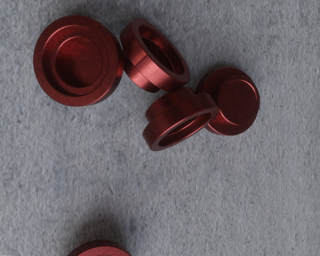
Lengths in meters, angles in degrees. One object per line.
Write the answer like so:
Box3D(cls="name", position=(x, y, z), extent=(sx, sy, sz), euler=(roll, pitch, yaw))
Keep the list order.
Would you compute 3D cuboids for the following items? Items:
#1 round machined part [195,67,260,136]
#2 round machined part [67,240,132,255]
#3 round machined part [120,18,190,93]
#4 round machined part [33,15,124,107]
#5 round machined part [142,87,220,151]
Box3D(cls="round machined part", position=(0.101, -0.038, 0.439), extent=(0.099, 0.042, 0.097), euler=(0, 90, -21))
Box3D(cls="round machined part", position=(-0.076, 0.183, 0.373), extent=(0.099, 0.042, 0.097), euler=(0, 90, -21))
Box3D(cls="round machined part", position=(-0.011, -0.082, 0.378), extent=(0.098, 0.098, 0.042), euler=(43, 119, -15))
Box3D(cls="round machined part", position=(-0.088, -0.073, 0.353), extent=(0.098, 0.042, 0.097), euler=(1, 95, 10))
Box3D(cls="round machined part", position=(0.021, -0.014, 0.385), extent=(0.099, 0.098, 0.042), euler=(-25, 73, -19))
